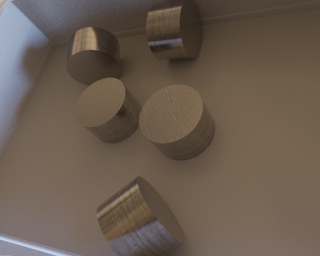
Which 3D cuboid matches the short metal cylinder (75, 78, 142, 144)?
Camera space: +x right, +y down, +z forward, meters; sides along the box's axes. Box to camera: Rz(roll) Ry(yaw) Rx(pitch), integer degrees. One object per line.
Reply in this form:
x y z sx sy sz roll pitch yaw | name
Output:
-0.072 -0.024 0.441 0.080 0.050 0.080 -13 56 20 | short metal cylinder

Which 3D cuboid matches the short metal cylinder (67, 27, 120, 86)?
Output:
-0.104 -0.111 0.491 0.080 0.080 0.050 -17 55 18 | short metal cylinder

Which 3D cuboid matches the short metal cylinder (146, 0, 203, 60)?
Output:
0.023 -0.139 0.442 0.050 0.080 0.080 2 63 29 | short metal cylinder

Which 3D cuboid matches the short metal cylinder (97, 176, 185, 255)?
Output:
-0.019 0.097 0.320 0.050 0.080 0.080 -37 51 3 | short metal cylinder

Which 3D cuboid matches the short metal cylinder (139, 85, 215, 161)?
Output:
0.022 -0.006 0.381 0.080 0.050 0.080 -13 56 20 | short metal cylinder
